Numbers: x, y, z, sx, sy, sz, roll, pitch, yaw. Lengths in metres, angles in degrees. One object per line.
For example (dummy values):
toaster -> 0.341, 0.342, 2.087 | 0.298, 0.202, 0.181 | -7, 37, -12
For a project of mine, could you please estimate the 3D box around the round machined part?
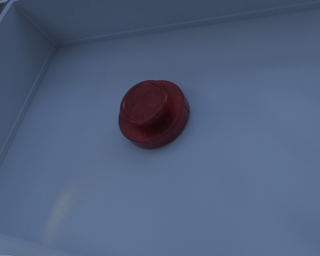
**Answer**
round machined part -> -0.014, -0.025, 0.414 | 0.098, 0.042, 0.098 | -13, 56, 21
